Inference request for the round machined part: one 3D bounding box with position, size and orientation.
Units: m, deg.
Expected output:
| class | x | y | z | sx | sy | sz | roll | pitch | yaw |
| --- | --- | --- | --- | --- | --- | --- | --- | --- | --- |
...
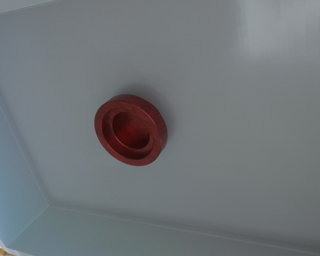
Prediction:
| class | x | y | z | sx | sy | sz | roll | pitch | yaw |
| --- | --- | --- | --- | --- | --- | --- | --- | --- | --- |
| round machined part | -0.035 | -0.001 | 0.414 | 0.098 | 0.042 | 0.097 | 13 | 124 | 20 |
